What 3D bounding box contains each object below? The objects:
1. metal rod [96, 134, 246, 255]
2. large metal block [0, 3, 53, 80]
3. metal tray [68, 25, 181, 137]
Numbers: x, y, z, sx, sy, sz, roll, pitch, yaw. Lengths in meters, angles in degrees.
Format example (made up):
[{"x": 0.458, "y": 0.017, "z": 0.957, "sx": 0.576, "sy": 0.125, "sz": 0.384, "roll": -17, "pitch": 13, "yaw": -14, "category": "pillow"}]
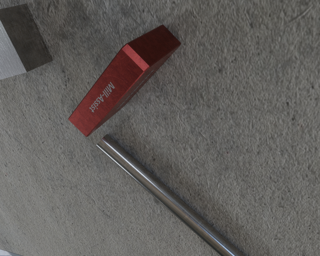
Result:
[{"x": 0.026, "y": 0.117, "z": 0.464, "sx": 0.300, "sy": 0.025, "sz": 0.025, "roll": 41, "pitch": 129, "yaw": -1, "category": "metal rod"}, {"x": -0.210, "y": -0.116, "z": 0.427, "sx": 0.080, "sy": 0.050, "sz": 0.080, "roll": -6, "pitch": 116, "yaw": 30, "category": "large metal block"}, {"x": -0.041, "y": -0.052, "z": 0.352, "sx": 0.030, "sy": 0.090, "sz": 0.129, "roll": 46, "pitch": 129, "yaw": -4, "category": "metal tray"}]
